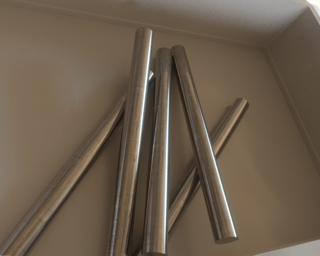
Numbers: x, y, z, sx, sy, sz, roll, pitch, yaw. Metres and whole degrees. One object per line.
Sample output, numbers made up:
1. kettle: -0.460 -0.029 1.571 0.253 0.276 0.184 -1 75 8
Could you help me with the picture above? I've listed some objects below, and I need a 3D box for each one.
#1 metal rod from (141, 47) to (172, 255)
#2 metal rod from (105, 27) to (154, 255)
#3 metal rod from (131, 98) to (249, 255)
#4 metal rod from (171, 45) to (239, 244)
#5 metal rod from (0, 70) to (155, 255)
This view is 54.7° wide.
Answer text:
1. metal rod: 0.000 0.004 0.386 0.025 0.025 0.300 18 50 -18
2. metal rod: -0.032 0.006 0.360 0.025 0.025 0.299 15 63 -20
3. metal rod: 0.055 0.051 0.403 0.025 0.025 0.301 41 51 0
4. metal rod: 0.049 -0.003 0.409 0.025 0.025 0.299 9 51 -24
5. metal rod: -0.079 0.026 0.346 0.025 0.025 0.301 35 51 -5
